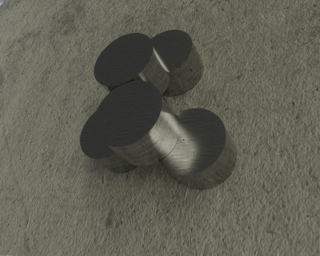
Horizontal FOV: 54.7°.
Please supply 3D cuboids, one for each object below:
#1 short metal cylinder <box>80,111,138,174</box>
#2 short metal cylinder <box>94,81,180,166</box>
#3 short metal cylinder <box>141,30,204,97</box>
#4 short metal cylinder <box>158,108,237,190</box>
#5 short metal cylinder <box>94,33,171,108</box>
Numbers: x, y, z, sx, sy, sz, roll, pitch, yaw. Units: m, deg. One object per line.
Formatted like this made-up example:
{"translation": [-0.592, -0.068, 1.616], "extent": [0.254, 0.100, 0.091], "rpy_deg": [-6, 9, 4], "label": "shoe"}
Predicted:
{"translation": [-0.057, 0.014, 0.411], "extent": [0.080, 0.050, 0.080], "rpy_deg": [-13, 56, 21], "label": "short metal cylinder"}
{"translation": [-0.024, -0.005, 0.340], "extent": [0.080, 0.050, 0.080], "rpy_deg": [-13, 56, 20], "label": "short metal cylinder"}
{"translation": [0.016, -0.091, 0.437], "extent": [0.080, 0.050, 0.080], "rpy_deg": [-13, 56, 21], "label": "short metal cylinder"}
{"translation": [0.042, 0.024, 0.352], "extent": [0.080, 0.050, 0.080], "rpy_deg": [-13, 56, 21], "label": "short metal cylinder"}
{"translation": [-0.034, -0.070, 0.385], "extent": [0.080, 0.050, 0.080], "rpy_deg": [-13, 56, 21], "label": "short metal cylinder"}
